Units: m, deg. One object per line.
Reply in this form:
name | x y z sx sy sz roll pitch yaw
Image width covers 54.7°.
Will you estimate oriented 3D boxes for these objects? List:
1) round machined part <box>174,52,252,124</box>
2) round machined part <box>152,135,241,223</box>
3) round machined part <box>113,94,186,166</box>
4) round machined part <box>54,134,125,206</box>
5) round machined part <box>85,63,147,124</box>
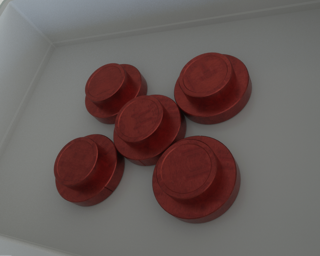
round machined part | 0.063 -0.057 0.394 0.098 0.042 0.098 -13 56 20
round machined part | 0.035 0.051 0.342 0.098 0.042 0.098 -13 56 20
round machined part | -0.019 -0.003 0.403 0.098 0.042 0.098 -13 56 20
round machined part | -0.100 0.051 0.413 0.098 0.042 0.098 -13 56 20
round machined part | -0.072 -0.058 0.465 0.098 0.042 0.098 -13 56 20
